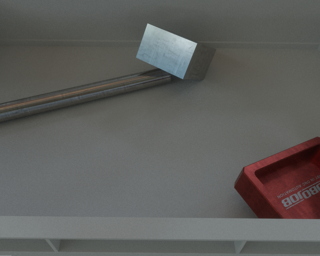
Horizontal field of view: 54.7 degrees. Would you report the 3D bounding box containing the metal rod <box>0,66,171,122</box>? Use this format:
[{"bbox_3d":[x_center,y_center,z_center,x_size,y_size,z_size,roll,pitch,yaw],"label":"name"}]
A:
[{"bbox_3d":[-0.130,-0.044,0.439,0.302,0.025,0.025,-15,52,-13],"label":"metal rod"}]

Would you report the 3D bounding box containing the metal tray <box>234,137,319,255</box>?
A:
[{"bbox_3d":[0.159,0.065,0.334,0.131,0.030,0.090,-16,51,-26],"label":"metal tray"}]

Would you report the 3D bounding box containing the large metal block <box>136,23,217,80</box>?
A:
[{"bbox_3d":[0.026,-0.111,0.458,0.080,0.050,0.080,29,20,22],"label":"large metal block"}]

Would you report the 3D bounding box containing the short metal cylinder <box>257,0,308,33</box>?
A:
[{"bbox_3d":[0.228,-0.224,0.583,0.081,0.050,0.080,0,50,0],"label":"short metal cylinder"}]
